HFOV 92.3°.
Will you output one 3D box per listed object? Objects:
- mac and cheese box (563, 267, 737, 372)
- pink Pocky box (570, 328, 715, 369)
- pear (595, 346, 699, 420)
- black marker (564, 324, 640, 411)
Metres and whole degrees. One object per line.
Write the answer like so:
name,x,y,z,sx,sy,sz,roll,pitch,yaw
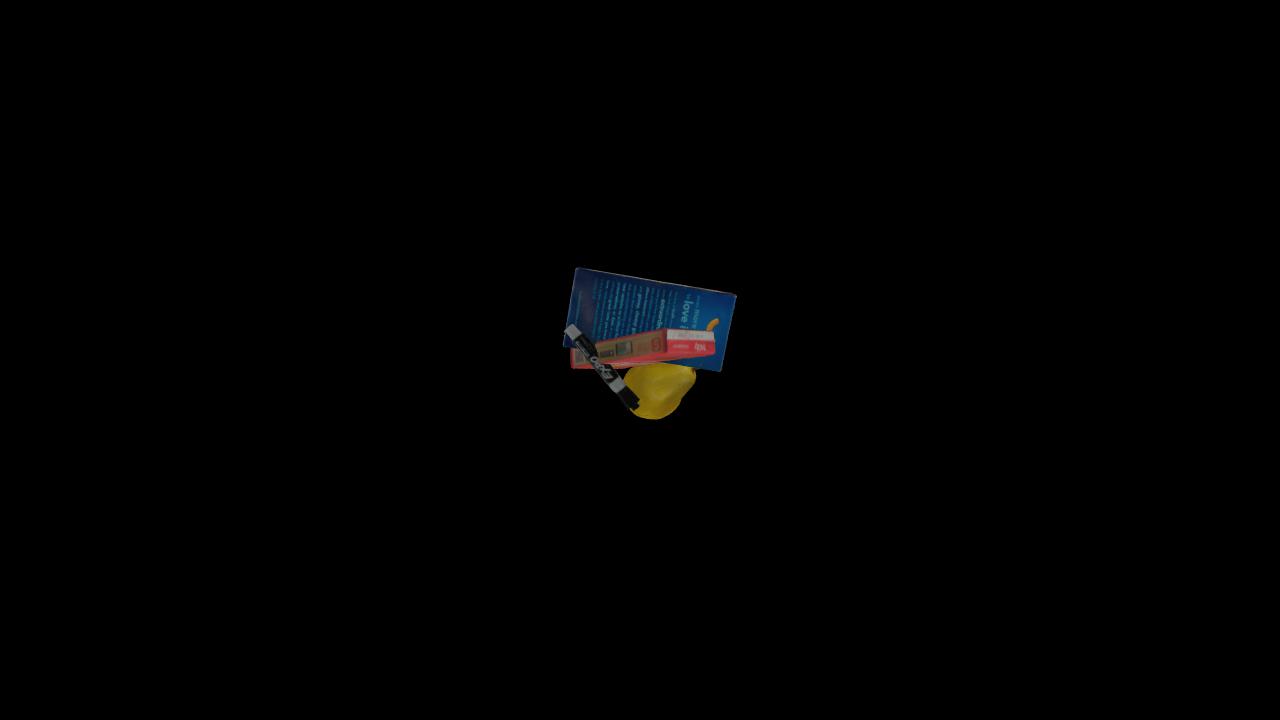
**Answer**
mac and cheese box,0.010,-0.047,0.708,0.184,0.093,0.041,10,10,-4
pink Pocky box,0.001,-0.011,0.702,0.155,0.029,0.084,-9,-7,43
pear,0.035,0.027,0.769,0.111,0.080,0.080,-25,-7,16
black marker,-0.042,0.008,0.698,0.020,0.121,0.020,-39,3,2
